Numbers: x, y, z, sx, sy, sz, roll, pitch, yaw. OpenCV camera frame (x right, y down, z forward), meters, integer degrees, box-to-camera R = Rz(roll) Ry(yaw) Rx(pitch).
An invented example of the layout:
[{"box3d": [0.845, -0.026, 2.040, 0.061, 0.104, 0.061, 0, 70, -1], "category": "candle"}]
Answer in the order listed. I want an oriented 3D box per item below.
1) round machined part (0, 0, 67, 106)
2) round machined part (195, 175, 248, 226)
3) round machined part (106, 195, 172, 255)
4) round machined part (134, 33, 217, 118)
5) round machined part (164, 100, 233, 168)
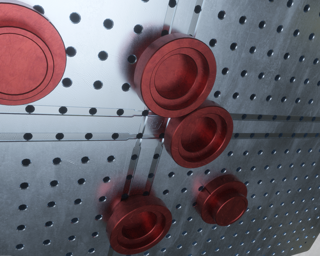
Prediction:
[{"box3d": [-0.137, -0.064, 0.286, 0.099, 0.042, 0.097, -14, 125, -21], "category": "round machined part"}, {"box3d": [0.116, 0.134, 0.549, 0.099, 0.042, 0.097, -14, 125, -21], "category": "round machined part"}, {"box3d": [-0.035, 0.141, 0.470, 0.099, 0.042, 0.097, -14, 125, -21], "category": "round machined part"}, {"box3d": [0.015, -0.064, 0.370, 0.099, 0.042, 0.097, -14, 125, -21], "category": "round machined part"}, {"box3d": [0.049, 0.004, 0.432, 0.099, 0.042, 0.097, -14, 124, -21], "category": "round machined part"}]
